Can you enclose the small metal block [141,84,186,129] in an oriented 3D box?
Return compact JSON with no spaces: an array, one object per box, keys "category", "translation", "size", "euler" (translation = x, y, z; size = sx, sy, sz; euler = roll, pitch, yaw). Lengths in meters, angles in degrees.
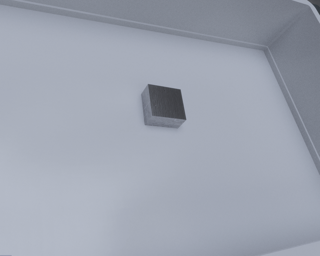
[{"category":"small metal block","translation":[0.004,-0.029,0.425],"size":[0.050,0.025,0.050],"euler":[6,59,-25]}]
